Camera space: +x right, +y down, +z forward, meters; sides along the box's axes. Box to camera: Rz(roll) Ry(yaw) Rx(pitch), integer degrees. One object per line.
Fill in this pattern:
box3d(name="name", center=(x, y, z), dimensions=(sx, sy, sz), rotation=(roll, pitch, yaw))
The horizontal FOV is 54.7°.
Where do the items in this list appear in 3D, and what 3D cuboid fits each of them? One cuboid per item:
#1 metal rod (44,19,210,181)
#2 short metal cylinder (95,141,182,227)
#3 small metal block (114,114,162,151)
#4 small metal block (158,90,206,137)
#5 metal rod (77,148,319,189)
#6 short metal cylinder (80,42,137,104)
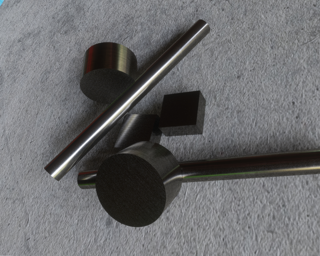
box3d(name="metal rod", center=(-0.035, -0.047, 0.424), dimensions=(0.025, 0.025, 0.301), rotation=(32, 71, 38))
box3d(name="short metal cylinder", center=(-0.022, 0.059, 0.338), dimensions=(0.080, 0.050, 0.079), rotation=(5, 103, 21))
box3d(name="small metal block", center=(-0.027, 0.010, 0.412), dimensions=(0.050, 0.025, 0.050), rotation=(1, 62, 28))
box3d(name="small metal block", center=(0.029, -0.018, 0.400), dimensions=(0.050, 0.025, 0.050), rotation=(-5, 60, 26))
box3d(name="metal rod", center=(0.034, 0.050, 0.355), dimensions=(0.301, 0.025, 0.025), rotation=(-8, 58, 23))
box3d(name="short metal cylinder", center=(-0.074, -0.079, 0.456), dimensions=(0.080, 0.080, 0.050), rotation=(-15, 56, 20))
